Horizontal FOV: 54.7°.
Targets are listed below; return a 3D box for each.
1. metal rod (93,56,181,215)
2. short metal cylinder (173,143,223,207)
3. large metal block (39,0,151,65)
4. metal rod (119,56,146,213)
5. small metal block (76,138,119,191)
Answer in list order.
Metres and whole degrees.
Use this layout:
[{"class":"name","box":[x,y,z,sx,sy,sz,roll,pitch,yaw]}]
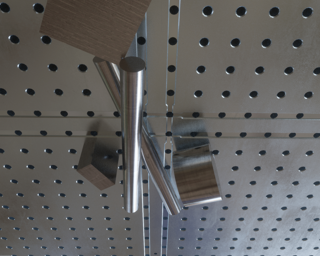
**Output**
[{"class":"metal rod","box":[-0.019,0.029,0.436,0.025,0.025,0.299,-13,129,11]},{"class":"short metal cylinder","box":[0.053,0.065,0.432,0.050,0.080,0.080,-14,129,11]},{"class":"large metal block","box":[-0.058,-0.118,0.294,0.080,0.050,0.079,21,127,-17]},{"class":"metal rod","box":[-0.038,0.035,0.411,0.025,0.025,0.298,3,139,-3]},{"class":"small metal block","box":[-0.086,0.051,0.438,0.025,0.050,0.050,-27,125,21]}]
